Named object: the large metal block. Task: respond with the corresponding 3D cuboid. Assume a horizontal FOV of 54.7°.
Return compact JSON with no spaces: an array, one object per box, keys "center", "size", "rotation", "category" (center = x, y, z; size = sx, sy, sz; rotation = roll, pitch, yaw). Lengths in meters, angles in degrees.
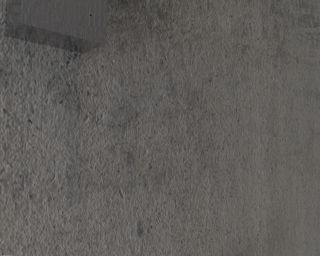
[{"center":[-0.100,-0.125,0.304],"size":[0.081,0.050,0.080],"rotation":[4,88,-40],"category":"large metal block"}]
